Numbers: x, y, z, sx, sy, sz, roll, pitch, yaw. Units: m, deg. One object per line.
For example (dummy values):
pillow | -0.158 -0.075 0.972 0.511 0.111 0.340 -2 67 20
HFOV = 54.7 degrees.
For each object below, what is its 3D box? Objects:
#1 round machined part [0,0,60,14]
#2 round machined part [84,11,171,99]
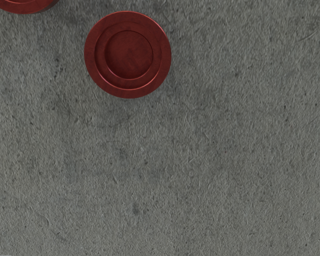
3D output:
round machined part | -0.148 -0.175 0.335 0.099 0.042 0.097 0 110 0
round machined part | -0.036 -0.087 0.368 0.099 0.042 0.097 0 110 0
